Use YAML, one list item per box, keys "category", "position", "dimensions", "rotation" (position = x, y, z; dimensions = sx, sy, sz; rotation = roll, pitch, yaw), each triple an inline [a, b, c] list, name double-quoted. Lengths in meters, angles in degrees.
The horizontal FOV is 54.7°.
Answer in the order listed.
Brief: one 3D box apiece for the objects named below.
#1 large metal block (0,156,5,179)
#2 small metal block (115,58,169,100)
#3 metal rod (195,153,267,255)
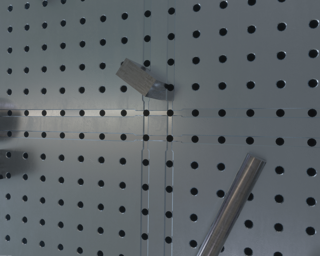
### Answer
- category: "large metal block"
  position: [-0.316, 0.070, 0.495]
  dimensions: [0.080, 0.080, 0.050]
  rotation: [-14, 85, 19]
- category: "small metal block"
  position: [-0.022, -0.063, 0.407]
  dimensions: [0.050, 0.050, 0.025]
  rotation: [38, 102, 16]
- category: "metal rod"
  position: [0.055, 0.170, 0.392]
  dimensions: [0.025, 0.025, 0.298]
  rotation: [27, 99, 18]
